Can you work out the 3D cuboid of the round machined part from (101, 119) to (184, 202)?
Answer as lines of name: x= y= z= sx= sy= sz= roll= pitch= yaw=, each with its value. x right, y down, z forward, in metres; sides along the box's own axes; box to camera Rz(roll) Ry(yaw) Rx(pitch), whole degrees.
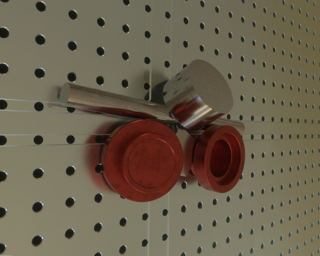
round machined part: x=-0.016 y=0.039 z=0.363 sx=0.099 sy=0.042 sz=0.097 roll=0 pitch=91 yaw=-22

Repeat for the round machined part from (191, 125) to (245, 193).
round machined part: x=0.081 y=0.044 z=0.459 sx=0.099 sy=0.042 sz=0.097 roll=-3 pitch=95 yaw=-43

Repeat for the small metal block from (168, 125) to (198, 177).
small metal block: x=0.024 y=0.031 z=0.424 sx=0.050 sy=0.025 sz=0.050 roll=44 pitch=64 yaw=-31

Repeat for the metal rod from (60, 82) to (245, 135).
metal rod: x=0.016 y=-0.017 z=0.418 sx=0.302 sy=0.025 sz=0.025 roll=9 pitch=84 yaw=-40

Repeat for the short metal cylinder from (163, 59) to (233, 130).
short metal cylinder: x=0.051 y=-0.043 z=0.412 sx=0.080 sy=0.050 sz=0.080 roll=24 pitch=50 yaw=-31
